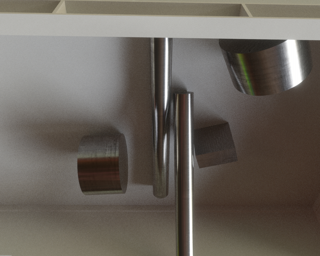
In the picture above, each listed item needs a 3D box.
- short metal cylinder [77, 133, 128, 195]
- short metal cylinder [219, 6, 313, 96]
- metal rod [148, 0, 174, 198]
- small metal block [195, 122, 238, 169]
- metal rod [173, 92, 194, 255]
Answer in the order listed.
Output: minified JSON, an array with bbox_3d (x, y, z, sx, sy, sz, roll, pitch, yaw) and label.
[{"bbox_3d":[-0.073,0.048,0.413,0.050,0.080,0.079,-3,130,2],"label":"short metal cylinder"},{"bbox_3d":[0.105,-0.077,0.309,0.080,0.080,0.050,-19,128,15],"label":"short metal cylinder"},{"bbox_3d":[0.001,-0.011,0.400,0.025,0.025,0.298,0,130,0],"label":"metal rod"},{"bbox_3d":[0.072,0.023,0.413,0.050,0.050,0.025,-12,129,10],"label":"small metal block"},{"bbox_3d":[0.033,0.102,0.411,0.025,0.025,0.298,-2,104,1],"label":"metal rod"}]
